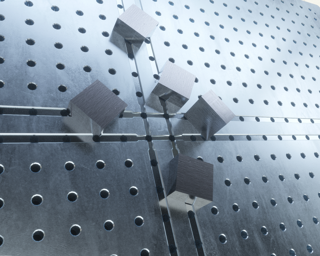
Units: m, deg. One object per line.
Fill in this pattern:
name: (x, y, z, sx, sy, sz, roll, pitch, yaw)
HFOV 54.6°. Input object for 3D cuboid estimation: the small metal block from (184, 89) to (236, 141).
small metal block: (0.069, -0.018, 0.440, 0.050, 0.050, 0.025, 48, 51, 5)

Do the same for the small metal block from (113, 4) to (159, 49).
small metal block: (-0.037, -0.160, 0.485, 0.050, 0.025, 0.050, 35, 51, -5)

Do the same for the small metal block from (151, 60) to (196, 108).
small metal block: (0.021, -0.065, 0.459, 0.050, 0.025, 0.050, 27, 52, -11)

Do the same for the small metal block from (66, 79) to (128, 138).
small metal block: (-0.077, -0.024, 0.381, 0.050, 0.025, 0.050, 41, 51, -1)

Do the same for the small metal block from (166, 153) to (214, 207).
small metal block: (0.038, 0.066, 0.388, 0.050, 0.025, 0.050, 20, 54, -17)
